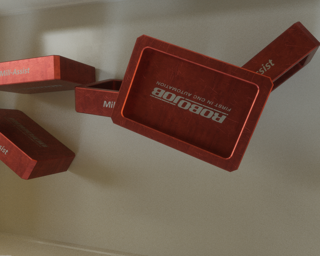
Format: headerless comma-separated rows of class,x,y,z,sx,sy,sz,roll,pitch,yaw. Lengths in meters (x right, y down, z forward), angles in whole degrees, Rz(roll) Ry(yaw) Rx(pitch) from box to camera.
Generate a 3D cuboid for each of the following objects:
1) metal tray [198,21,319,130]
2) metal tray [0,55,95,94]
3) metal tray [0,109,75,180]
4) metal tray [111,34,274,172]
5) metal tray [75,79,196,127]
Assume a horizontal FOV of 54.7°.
metal tray,0.103,-0.048,0.339,0.130,0.090,0.030,-40,78,15
metal tray,-0.169,-0.071,0.433,0.130,0.090,0.030,-2,90,19
metal tray,-0.198,0.018,0.444,0.130,0.090,0.030,34,101,16
metal tray,0.028,-0.025,0.296,0.130,0.030,0.089,22,100,13
metal tray,-0.025,-0.035,0.381,0.130,0.090,0.030,9,108,19
